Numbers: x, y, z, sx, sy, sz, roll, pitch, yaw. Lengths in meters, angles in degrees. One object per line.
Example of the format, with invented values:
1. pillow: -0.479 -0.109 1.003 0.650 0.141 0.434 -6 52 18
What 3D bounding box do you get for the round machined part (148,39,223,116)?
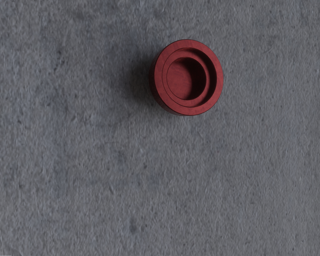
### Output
1. round machined part: 0.031 -0.064 0.413 0.099 0.042 0.097 0 90 -21
